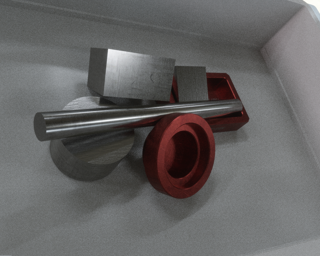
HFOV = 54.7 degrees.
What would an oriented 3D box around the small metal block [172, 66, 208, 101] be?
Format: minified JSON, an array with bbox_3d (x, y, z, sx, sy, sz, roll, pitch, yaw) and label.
[{"bbox_3d":[0.039,-0.060,0.435,0.050,0.025,0.050,-5,90,-31],"label":"small metal block"}]

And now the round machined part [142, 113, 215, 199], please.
[{"bbox_3d":[0.018,0.030,0.365,0.099,0.042,0.097,-6,99,-42],"label":"round machined part"}]

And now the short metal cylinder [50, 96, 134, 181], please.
[{"bbox_3d":[-0.075,0.012,0.340,0.081,0.050,0.080,14,56,-21],"label":"short metal cylinder"}]

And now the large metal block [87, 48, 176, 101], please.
[{"bbox_3d":[-0.038,-0.067,0.380,0.081,0.080,0.050,2,103,-26],"label":"large metal block"}]

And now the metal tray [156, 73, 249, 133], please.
[{"bbox_3d":[0.061,-0.038,0.457,0.131,0.030,0.090,-5,64,-31],"label":"metal tray"}]

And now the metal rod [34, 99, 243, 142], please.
[{"bbox_3d":[0.007,-0.017,0.366,0.302,0.025,0.025,-8,66,-44],"label":"metal rod"}]
